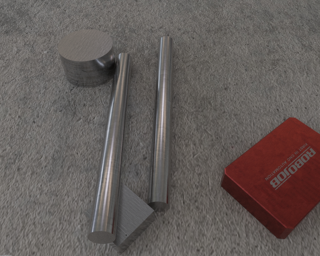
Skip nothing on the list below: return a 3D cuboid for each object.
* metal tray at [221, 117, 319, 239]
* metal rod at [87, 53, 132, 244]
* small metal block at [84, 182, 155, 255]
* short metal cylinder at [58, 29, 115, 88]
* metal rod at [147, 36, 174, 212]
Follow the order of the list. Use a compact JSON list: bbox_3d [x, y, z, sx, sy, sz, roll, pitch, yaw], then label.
[{"bbox_3d":[0.147,0.051,0.358,0.131,0.030,0.090,-32,57,-24],"label":"metal tray"},{"bbox_3d":[-0.055,-0.005,0.387,0.025,0.025,0.300,-1,44,-1],"label":"metal rod"},{"bbox_3d":[-0.041,0.093,0.324,0.050,0.025,0.050,35,58,26],"label":"small metal block"},{"bbox_3d":[-0.110,-0.108,0.476,0.081,0.050,0.080,0,50,0],"label":"short metal cylinder"},{"bbox_3d":[0.004,-0.030,0.428,0.025,0.025,0.300,2,50,1],"label":"metal rod"}]
